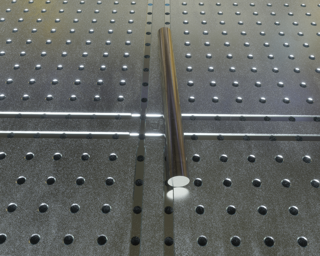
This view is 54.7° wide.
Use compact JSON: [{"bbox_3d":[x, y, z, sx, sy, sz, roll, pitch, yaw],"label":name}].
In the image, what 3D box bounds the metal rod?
[{"bbox_3d":[0.015,-0.053,0.452,0.025,0.025,0.300,-2,50,-2],"label":"metal rod"}]
